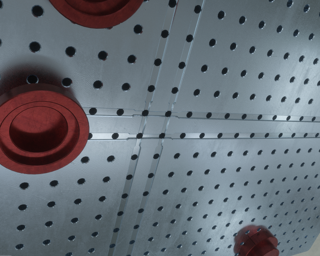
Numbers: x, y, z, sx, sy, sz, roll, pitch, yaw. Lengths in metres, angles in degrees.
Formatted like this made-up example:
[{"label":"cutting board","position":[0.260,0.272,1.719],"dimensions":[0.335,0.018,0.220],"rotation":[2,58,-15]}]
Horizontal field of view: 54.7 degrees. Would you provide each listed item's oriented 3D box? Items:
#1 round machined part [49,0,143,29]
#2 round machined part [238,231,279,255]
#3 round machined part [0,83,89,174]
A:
[{"label":"round machined part","position":[-0.061,-0.144,0.279],"dimensions":[0.099,0.042,0.097],"rotation":[-14,125,-21]},{"label":"round machined part","position":[0.232,0.287,0.708],"dimensions":[0.099,0.042,0.097],"rotation":[-14,125,-21]},{"label":"round machined part","position":[-0.129,-0.002,0.329],"dimensions":[0.099,0.042,0.097],"rotation":[-14,125,-21]}]
